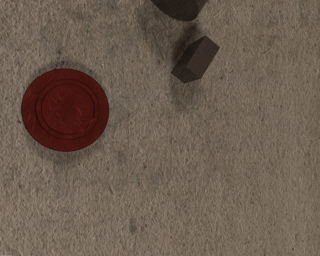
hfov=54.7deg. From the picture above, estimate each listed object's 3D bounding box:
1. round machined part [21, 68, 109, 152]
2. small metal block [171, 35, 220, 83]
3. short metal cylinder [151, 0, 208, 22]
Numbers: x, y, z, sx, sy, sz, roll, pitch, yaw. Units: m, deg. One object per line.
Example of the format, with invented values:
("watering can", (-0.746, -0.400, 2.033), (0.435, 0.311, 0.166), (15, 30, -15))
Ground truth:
("round machined part", (-0.108, -0.021, 0.361), (0.099, 0.042, 0.097), (0, 90, -21))
("small metal block", (0.046, -0.090, 0.414), (0.025, 0.050, 0.050), (35, 79, -17))
("short metal cylinder", (0.026, -0.182, 0.390), (0.080, 0.080, 0.050), (36, 78, -17))
